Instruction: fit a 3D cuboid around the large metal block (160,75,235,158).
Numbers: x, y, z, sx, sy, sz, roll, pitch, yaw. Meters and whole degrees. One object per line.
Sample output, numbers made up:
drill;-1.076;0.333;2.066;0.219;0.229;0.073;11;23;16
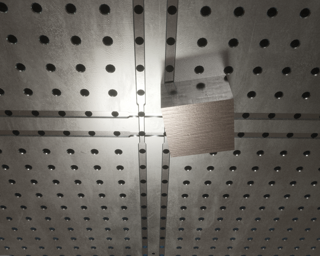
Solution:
large metal block;0.047;-0.013;0.385;0.080;0.050;0.080;-7;130;6
